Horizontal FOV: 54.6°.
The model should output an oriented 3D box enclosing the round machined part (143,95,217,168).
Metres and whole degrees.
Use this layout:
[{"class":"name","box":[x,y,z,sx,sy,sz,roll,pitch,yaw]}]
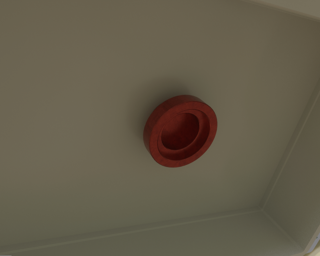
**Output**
[{"class":"round machined part","box":[0.023,0.001,0.410,0.099,0.042,0.097,-14,124,-21]}]
